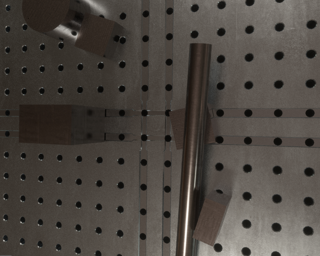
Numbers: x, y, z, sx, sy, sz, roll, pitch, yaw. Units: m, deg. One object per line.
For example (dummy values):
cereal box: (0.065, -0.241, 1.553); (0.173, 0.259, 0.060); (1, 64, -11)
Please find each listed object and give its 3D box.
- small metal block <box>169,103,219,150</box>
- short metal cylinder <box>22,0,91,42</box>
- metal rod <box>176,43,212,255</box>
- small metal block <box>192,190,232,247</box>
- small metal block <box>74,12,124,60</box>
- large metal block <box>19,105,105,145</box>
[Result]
small metal block: (0.044, -0.002, 0.397); (0.050, 0.025, 0.050); (-13, 86, 19)
short metal cylinder: (-0.150, -0.172, 0.451); (0.080, 0.050, 0.079); (0, 90, 19)
metal rod: (0.038, 0.052, 0.376); (0.025, 0.025, 0.298); (7, 101, 19)
small metal block: (0.065, 0.107, 0.376); (0.025, 0.050, 0.050); (19, 96, 19)
small metal block: (-0.087, -0.131, 0.442); (0.050, 0.025, 0.050); (23, 97, 18)
large metal block: (-0.132, -0.005, 0.429); (0.080, 0.080, 0.050); (2, 91, 19)
